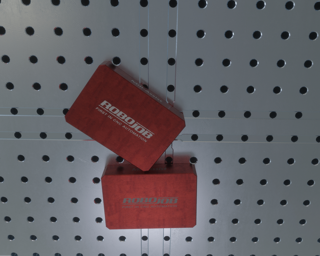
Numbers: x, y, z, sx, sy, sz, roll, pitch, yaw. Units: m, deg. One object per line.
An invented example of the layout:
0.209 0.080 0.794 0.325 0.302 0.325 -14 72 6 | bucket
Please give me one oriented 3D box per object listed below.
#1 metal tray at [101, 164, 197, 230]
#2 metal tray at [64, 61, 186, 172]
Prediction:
-0.014 0.099 0.447 0.131 0.030 0.089 -1 110 0 | metal tray
-0.044 -0.013 0.405 0.130 0.030 0.090 35 106 -12 | metal tray
